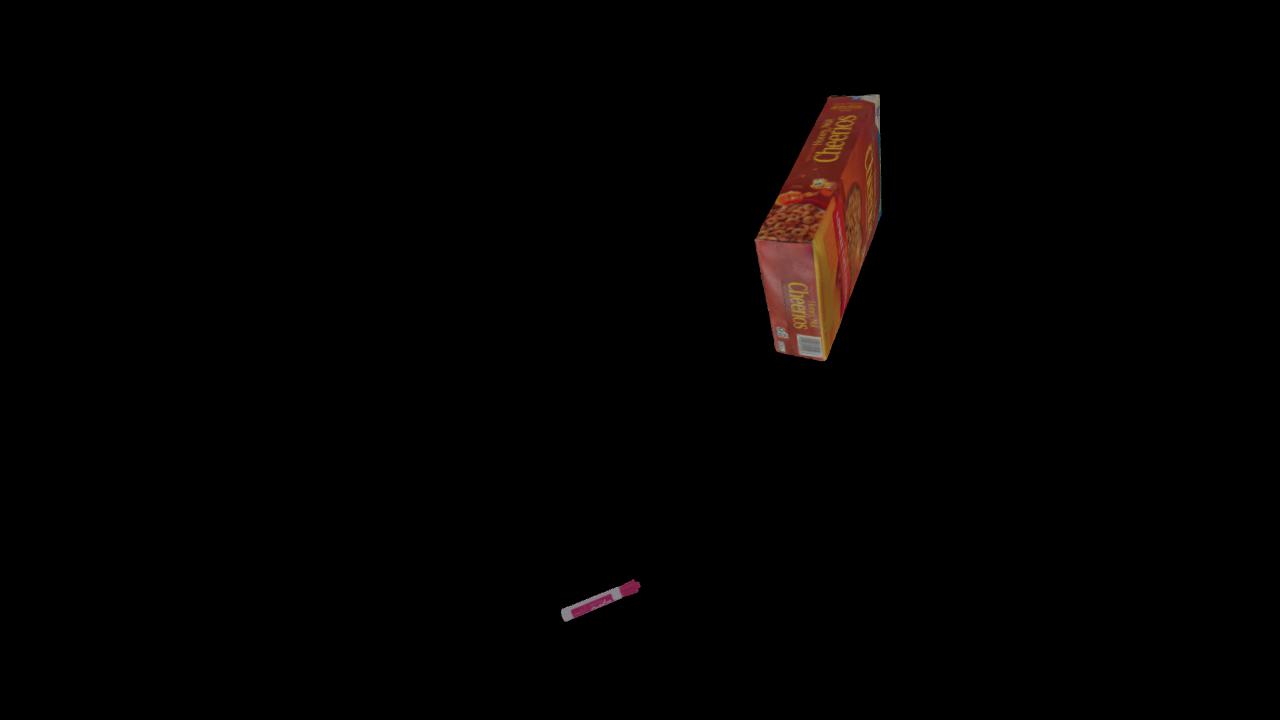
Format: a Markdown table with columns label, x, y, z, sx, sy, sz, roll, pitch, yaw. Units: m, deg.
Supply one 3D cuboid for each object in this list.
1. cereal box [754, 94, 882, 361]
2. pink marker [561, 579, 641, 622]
| label | x | y | z | sx | sy | sz | roll | pitch | yaw |
| --- | --- | --- | --- | --- | --- | --- | --- | --- | --- |
| cereal box | 0.250 | -0.179 | 0.815 | 0.081 | 0.306 | 0.203 | 12 | -35 | 30 |
| pink marker | -0.056 | 0.346 | 0.886 | 0.121 | 0.020 | 0.020 | -24 | -2 | 5 |
